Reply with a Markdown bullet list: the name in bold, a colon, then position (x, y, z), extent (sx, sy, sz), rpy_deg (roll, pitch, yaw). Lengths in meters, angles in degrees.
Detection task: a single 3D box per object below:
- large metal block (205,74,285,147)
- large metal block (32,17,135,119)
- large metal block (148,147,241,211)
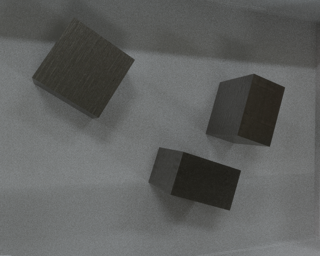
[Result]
- **large metal block**: position (0.113, -0.022, 0.423), extent (0.050, 0.080, 0.080), rpy_deg (18, 84, -19)
- **large metal block**: position (-0.090, -0.066, 0.364), extent (0.080, 0.050, 0.080), rpy_deg (33, 79, -17)
- **large metal block**: position (0.041, 0.062, 0.396), extent (0.081, 0.080, 0.050), rpy_deg (19, 84, -19)
